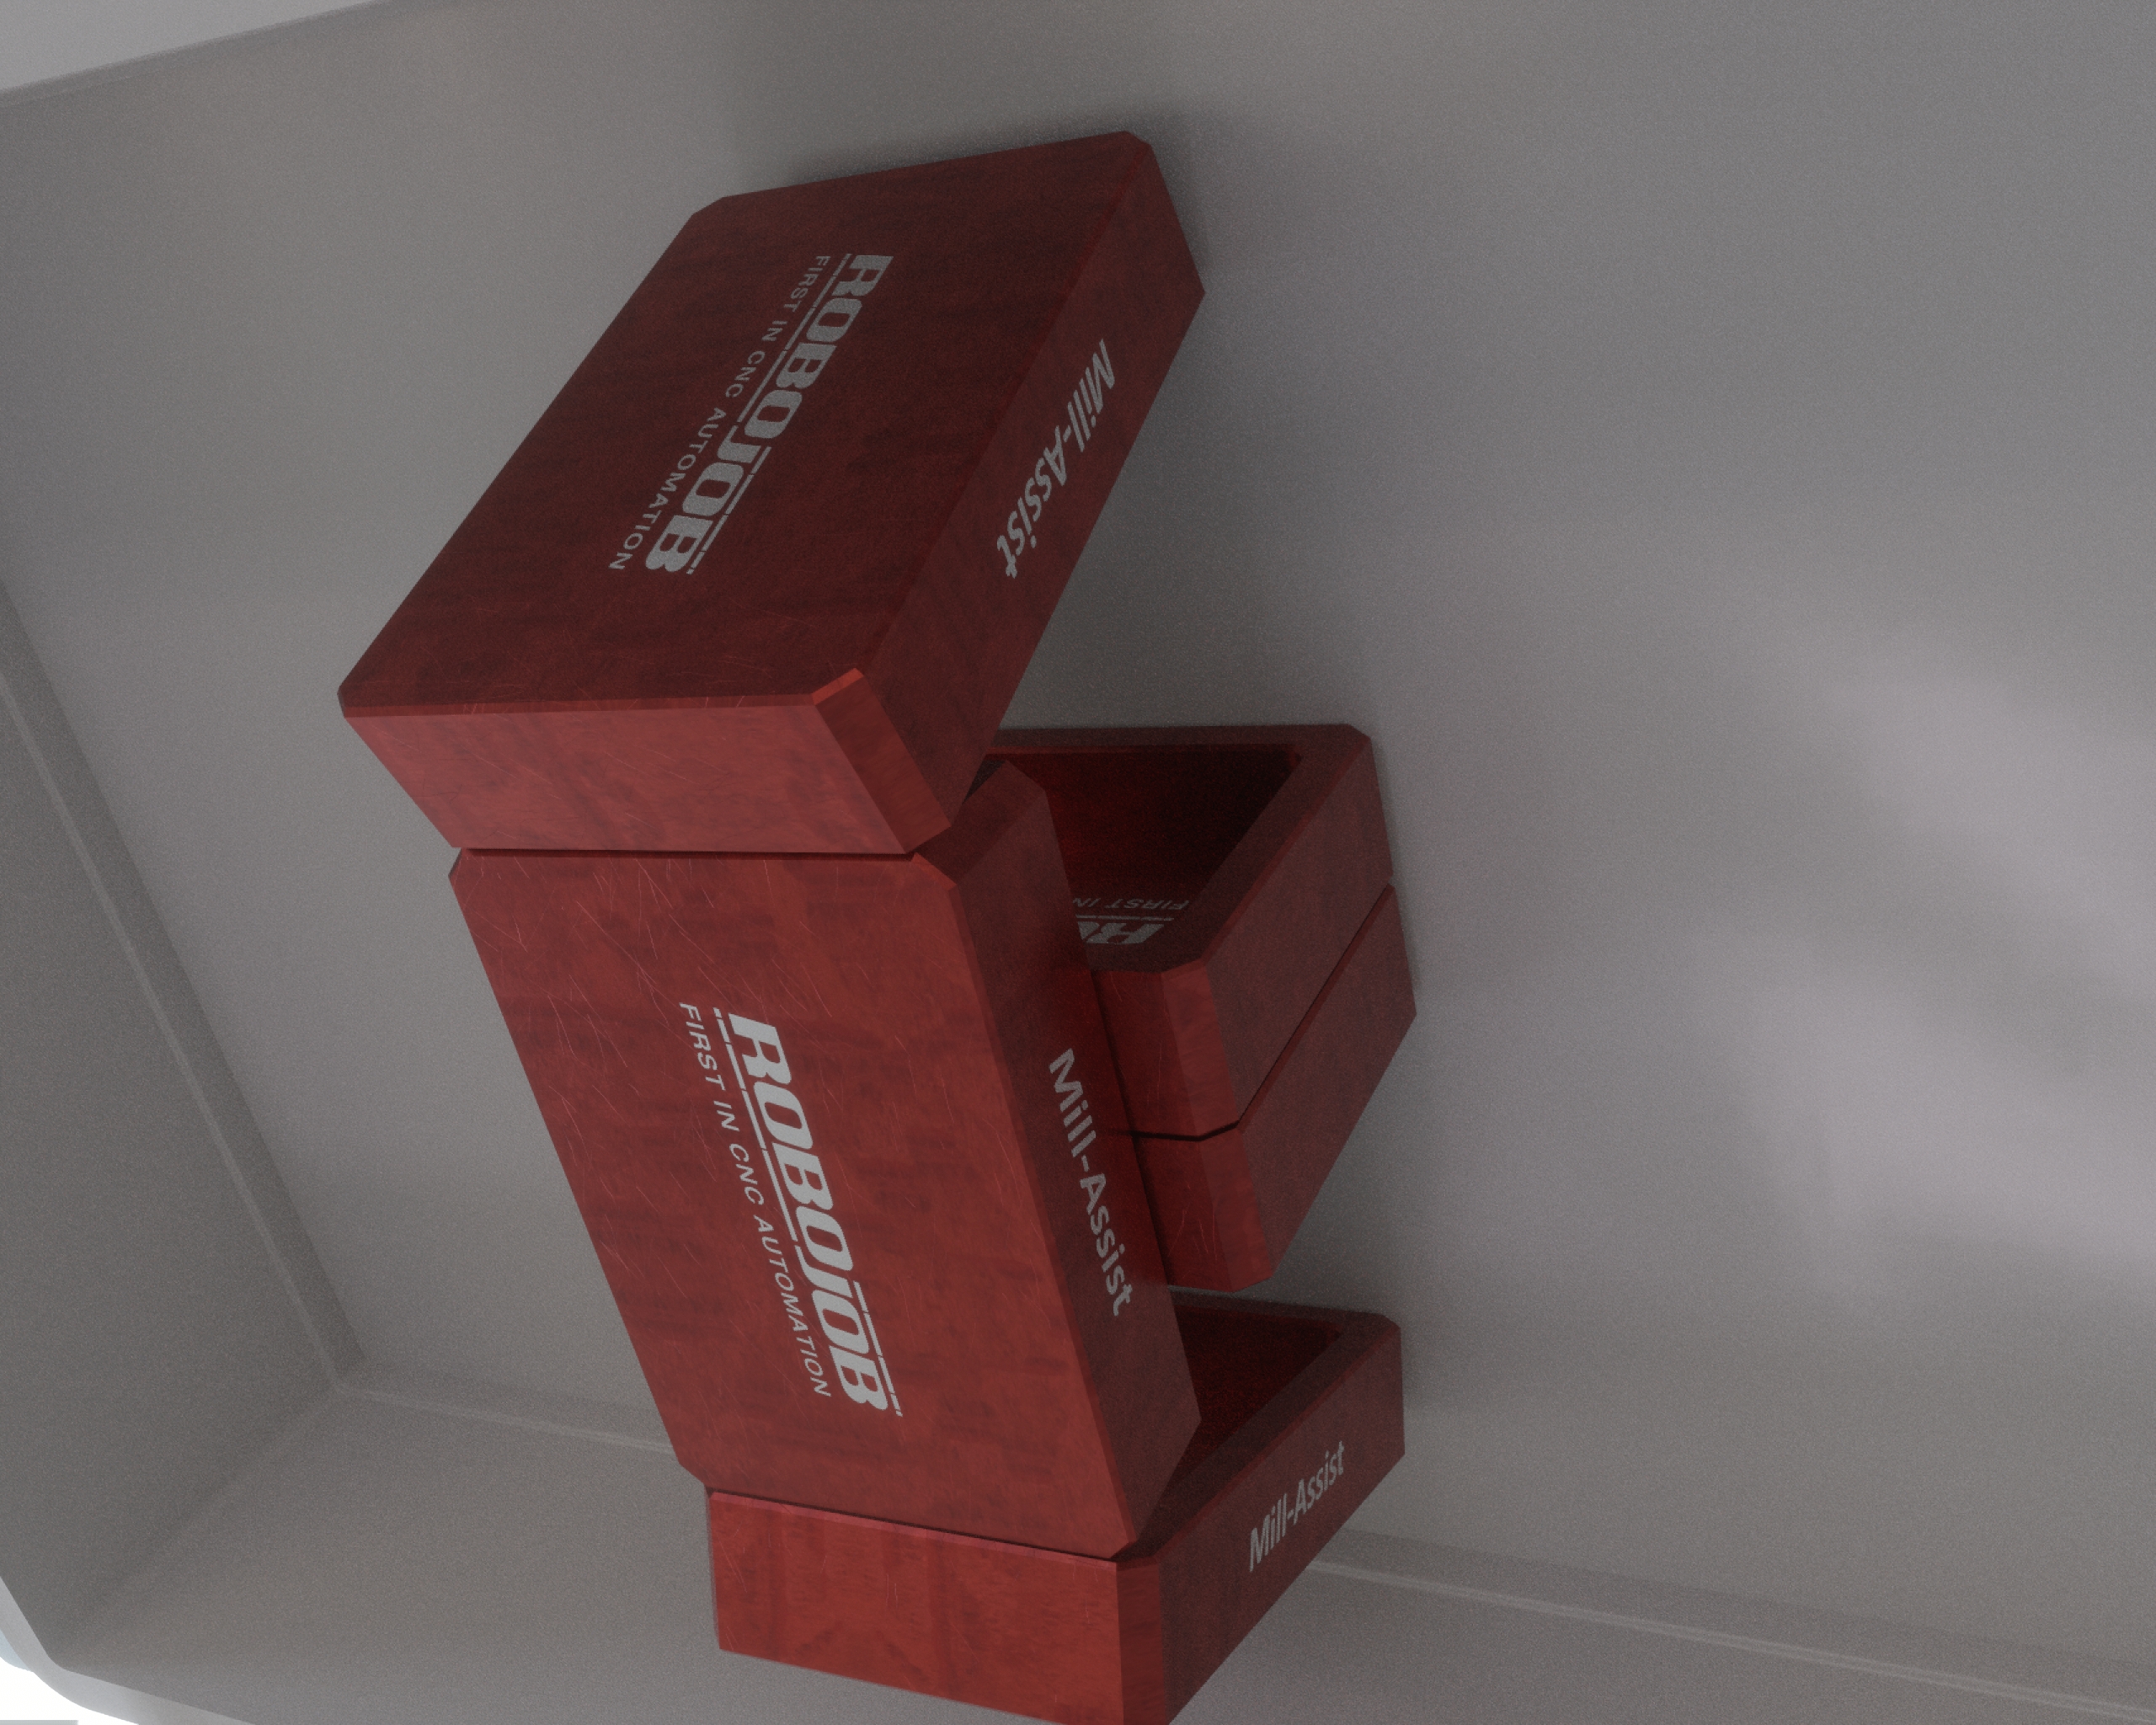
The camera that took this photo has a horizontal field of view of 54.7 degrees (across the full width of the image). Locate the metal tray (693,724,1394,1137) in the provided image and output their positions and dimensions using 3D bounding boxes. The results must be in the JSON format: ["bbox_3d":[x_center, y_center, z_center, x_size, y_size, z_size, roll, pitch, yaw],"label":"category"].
[{"bbox_3d":[-0.019,0.008,0.380,0.130,0.090,0.030,1,119,27],"label":"metal tray"}]

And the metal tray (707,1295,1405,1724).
[{"bbox_3d":[0.001,0.119,0.410,0.090,0.131,0.030,0,97,27],"label":"metal tray"}]

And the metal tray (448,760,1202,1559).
[{"bbox_3d":[-0.038,0.048,0.336,0.090,0.030,0.129,0,119,27],"label":"metal tray"}]

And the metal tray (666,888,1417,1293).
[{"bbox_3d":[-0.012,0.035,0.394,0.130,0.090,0.030,1,119,27],"label":"metal tray"}]

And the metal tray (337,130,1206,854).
[{"bbox_3d":[-0.043,-0.060,0.324,0.090,0.130,0.030,1,139,27],"label":"metal tray"}]
